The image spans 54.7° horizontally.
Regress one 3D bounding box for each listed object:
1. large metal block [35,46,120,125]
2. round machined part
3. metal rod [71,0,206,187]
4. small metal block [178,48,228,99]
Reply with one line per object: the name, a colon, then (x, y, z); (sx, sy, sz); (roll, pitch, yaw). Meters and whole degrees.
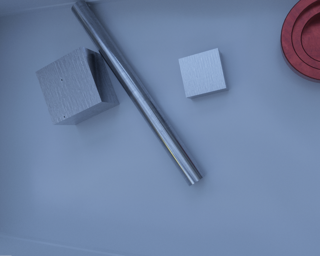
large metal block: (-0.115, -0.056, 0.436); (0.080, 0.050, 0.080); (-23, 83, 18)
round machined part: (0.183, -0.097, 0.337); (0.098, 0.042, 0.097); (0, 90, 19)
metal rod: (-0.035, -0.054, 0.421); (0.025, 0.025, 0.299); (-37, 79, 16)
small metal block: (0.055, -0.067, 0.391); (0.050, 0.025, 0.050); (-12, 86, 19)
